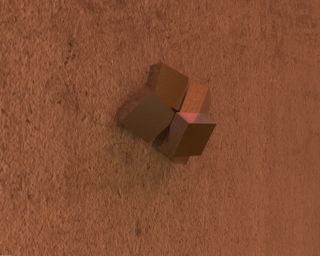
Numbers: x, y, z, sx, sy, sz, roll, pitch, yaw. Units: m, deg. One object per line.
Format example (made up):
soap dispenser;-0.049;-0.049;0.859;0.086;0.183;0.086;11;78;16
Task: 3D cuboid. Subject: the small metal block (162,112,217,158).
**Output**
small metal block;0.037;0.009;0.392;0.050;0.025;0.050;0;123;-40

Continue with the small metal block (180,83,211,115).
small metal block;0.051;-0.028;0.437;0.050;0.025;0.050;62;47;-64

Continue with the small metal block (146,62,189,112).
small metal block;0.008;-0.053;0.415;0.050;0.025;0.050;22;76;-38

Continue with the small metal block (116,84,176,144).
small metal block;-0.016;-0.017;0.380;0.050;0.025;0.050;-43;124;9

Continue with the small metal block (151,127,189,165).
small metal block;0.022;0.016;0.427;0.050;0.025;0.050;40;66;-33
